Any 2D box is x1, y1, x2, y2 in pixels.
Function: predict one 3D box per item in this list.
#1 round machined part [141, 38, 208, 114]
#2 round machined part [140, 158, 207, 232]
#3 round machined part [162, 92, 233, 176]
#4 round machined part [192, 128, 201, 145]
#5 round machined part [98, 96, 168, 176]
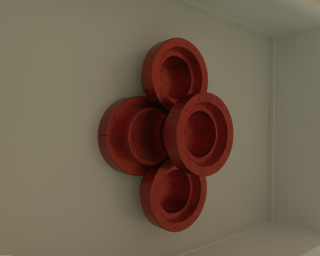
[{"bbox_3d":[0.015,-0.065,0.407,0.099,0.042,0.097,0,90,-40],"label":"round machined part"},{"bbox_3d":[0.013,0.082,0.406,0.099,0.042,0.097,0,90,-40],"label":"round machined part"},{"bbox_3d":[0.042,0.007,0.375,0.099,0.042,0.097,0,90,-40],"label":"round machined part"},{"bbox_3d":[0.055,0.013,0.441,0.099,0.042,0.097,0,90,-40],"label":"round machined part"},{"bbox_3d":[-0.021,0.010,0.377,0.099,0.042,0.097,0,90,-40],"label":"round machined part"}]
